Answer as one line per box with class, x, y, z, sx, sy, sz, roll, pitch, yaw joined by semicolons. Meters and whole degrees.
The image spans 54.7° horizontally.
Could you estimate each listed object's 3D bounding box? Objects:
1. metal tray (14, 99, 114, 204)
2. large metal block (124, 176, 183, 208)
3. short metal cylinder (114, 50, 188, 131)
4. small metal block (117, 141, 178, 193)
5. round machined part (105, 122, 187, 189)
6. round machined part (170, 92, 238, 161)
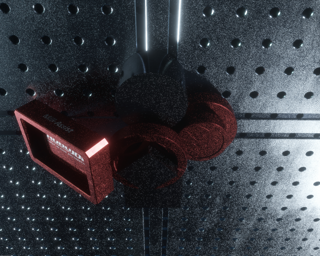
metal tray;-0.118;0.028;0.384;0.130;0.030;0.089;26;136;26
large metal block;-0.010;0.072;0.453;0.081;0.050;0.079;0;130;-1
short metal cylinder;-0.010;-0.042;0.359;0.081;0.050;0.079;0;130;0
small metal block;-0.015;0.046;0.369;0.050;0.025;0.050;-34;123;25
round machined part;-0.017;0.030;0.388;0.099;0.042;0.097;0;130;0
round machined part;0.052;0.005;0.404;0.099;0.042;0.097;0;130;0
